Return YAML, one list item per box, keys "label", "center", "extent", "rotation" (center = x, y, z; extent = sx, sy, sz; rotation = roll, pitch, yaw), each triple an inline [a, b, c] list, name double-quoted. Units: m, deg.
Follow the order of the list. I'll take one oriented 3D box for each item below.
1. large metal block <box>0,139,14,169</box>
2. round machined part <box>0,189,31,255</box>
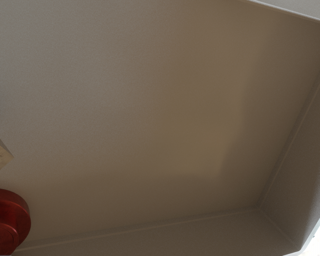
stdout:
- label: "large metal block"
  center: [-0.186, 0.004, 0.268]
  extent: [0.050, 0.080, 0.080]
  rotation: [-46, 131, -17]
- label: "round machined part"
  center: [-0.204, 0.122, 0.362]
  extent: [0.099, 0.042, 0.097]
  rotation: [-14, 124, -21]
